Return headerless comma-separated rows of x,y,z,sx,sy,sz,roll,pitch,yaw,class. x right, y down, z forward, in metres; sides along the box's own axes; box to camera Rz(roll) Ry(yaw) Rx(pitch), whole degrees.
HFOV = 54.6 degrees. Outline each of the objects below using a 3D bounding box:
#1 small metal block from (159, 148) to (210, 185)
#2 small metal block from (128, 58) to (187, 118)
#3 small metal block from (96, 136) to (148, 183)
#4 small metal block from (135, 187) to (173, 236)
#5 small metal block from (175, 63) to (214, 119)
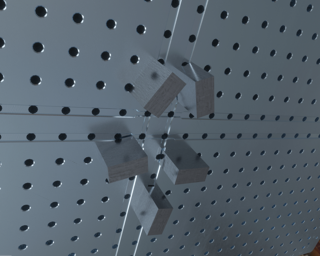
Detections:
0.034,0.054,0.446,0.050,0.050,0.025,-1,119,-28,small metal block
-0.005,-0.048,0.362,0.025,0.050,0.050,34,100,-38,small metal block
-0.048,0.038,0.392,0.050,0.050,0.025,-14,124,-21,small metal block
-0.010,0.123,0.465,0.025,0.050,0.050,7,115,-32,small metal block
0.044,-0.048,0.388,0.025,0.050,0.050,-19,126,-17,small metal block
